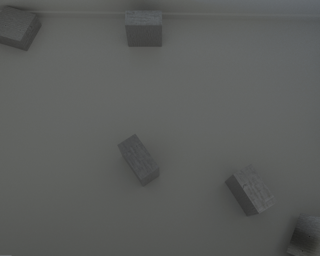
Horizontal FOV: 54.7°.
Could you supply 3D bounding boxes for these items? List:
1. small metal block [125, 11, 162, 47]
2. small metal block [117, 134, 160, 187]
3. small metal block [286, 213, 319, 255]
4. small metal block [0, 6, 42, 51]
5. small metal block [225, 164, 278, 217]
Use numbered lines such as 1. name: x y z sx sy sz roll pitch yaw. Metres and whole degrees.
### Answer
1. small metal block: -0.022 -0.143 0.448 0.050 0.050 0.025 0 70 0
2. small metal block: -0.025 0.041 0.381 0.025 0.050 0.050 -33 74 -11
3. small metal block: 0.179 0.129 0.347 0.025 0.050 0.050 40 68 -27
4. small metal block: -0.215 -0.148 0.462 0.050 0.025 0.050 17 71 6
5. small metal block: 0.106 0.075 0.369 0.025 0.050 0.050 -28 73 -10
